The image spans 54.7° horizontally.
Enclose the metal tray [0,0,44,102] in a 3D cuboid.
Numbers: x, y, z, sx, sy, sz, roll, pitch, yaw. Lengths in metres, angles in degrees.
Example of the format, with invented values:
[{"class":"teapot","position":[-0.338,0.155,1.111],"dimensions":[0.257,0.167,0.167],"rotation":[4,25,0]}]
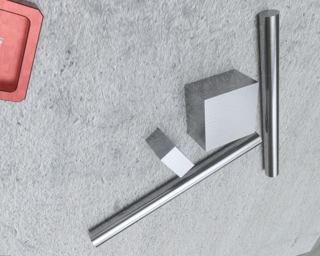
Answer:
[{"class":"metal tray","position":[-0.176,-0.077,0.259],"dimensions":[0.131,0.030,0.089],"rotation":[8,114,-32]}]

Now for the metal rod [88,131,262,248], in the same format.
[{"class":"metal rod","position":[0.029,0.090,0.480],"dimensions":[0.301,0.025,0.025],"rotation":[-30,129,-9]}]

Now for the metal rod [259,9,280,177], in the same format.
[{"class":"metal rod","position":[0.173,-0.032,0.484],"dimensions":[0.025,0.025,0.298],"rotation":[-26,128,-12]}]

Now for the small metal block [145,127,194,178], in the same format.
[{"class":"small metal block","position":[0.013,0.033,0.420],"dimensions":[0.025,0.050,0.050],"rotation":[-44,130,2]}]

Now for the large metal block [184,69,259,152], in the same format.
[{"class":"large metal block","position":[0.083,-0.025,0.422],"dimensions":[0.081,0.050,0.079],"rotation":[-19,126,-17]}]
